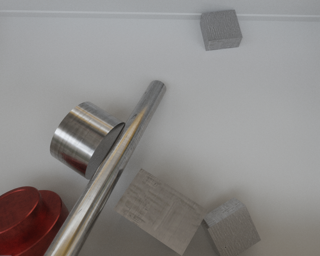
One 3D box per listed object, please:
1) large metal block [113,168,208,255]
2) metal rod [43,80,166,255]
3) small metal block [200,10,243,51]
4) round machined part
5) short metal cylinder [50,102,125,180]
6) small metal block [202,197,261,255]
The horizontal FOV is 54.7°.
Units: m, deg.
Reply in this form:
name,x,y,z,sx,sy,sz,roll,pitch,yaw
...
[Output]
name,x,y,z,sx,sy,sz,roll,pitch,yaw
large metal block,0.001,0.095,0.346,0.080,0.080,0.050,31,73,10
metal rod,-0.050,0.040,0.327,0.025,0.025,0.301,20,45,7
small metal block,0.091,-0.146,0.464,0.050,0.025,0.050,-8,70,-3
round machined part,-0.153,0.101,0.334,0.098,0.042,0.098,-14,30,8
short metal cylinder,-0.084,0.015,0.374,0.050,0.080,0.080,31,73,10
small metal block,0.080,0.117,0.356,0.050,0.025,0.050,-29,105,-10
